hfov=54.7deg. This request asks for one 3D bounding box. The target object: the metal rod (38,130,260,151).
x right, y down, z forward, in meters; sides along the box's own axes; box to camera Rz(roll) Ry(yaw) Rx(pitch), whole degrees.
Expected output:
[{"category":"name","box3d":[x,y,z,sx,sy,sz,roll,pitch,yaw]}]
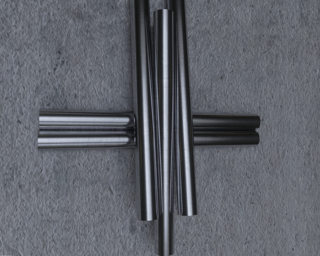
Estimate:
[{"category":"metal rod","box3d":[0.000,0.015,0.412,0.303,0.025,0.025,0,90,-21]}]

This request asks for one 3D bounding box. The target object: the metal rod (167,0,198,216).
[{"category":"metal rod","box3d":[0.028,-0.042,0.399,0.025,0.025,0.298,0,82,-20]}]

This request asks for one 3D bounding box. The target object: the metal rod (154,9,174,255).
[{"category":"metal rod","box3d":[0.005,0.006,0.386,0.025,0.025,0.298,0,90,-20]}]

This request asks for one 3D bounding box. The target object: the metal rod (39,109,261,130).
[{"category":"metal rod","box3d":[0.002,-0.010,0.413,0.303,0.025,0.025,0,90,-21]}]

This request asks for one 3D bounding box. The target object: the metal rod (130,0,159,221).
[{"category":"metal rod","box3d":[-0.021,-0.042,0.381,0.025,0.025,0.298,0,82,-20]}]
